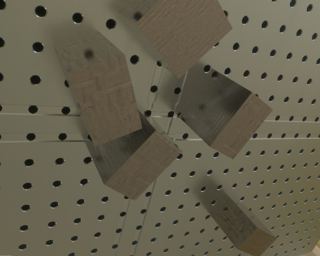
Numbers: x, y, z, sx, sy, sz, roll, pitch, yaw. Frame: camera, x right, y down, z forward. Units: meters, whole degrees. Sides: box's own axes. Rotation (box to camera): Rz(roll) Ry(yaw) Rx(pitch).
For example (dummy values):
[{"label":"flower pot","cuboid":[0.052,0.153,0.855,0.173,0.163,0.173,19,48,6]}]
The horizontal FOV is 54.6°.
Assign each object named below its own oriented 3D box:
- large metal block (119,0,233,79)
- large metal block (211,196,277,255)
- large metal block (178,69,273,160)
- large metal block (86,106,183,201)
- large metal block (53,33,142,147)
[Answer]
[{"label":"large metal block","cuboid":[0.018,-0.115,0.333,0.080,0.050,0.080,-43,129,2]},{"label":"large metal block","cuboid":[0.154,0.183,0.572,0.050,0.080,0.080,-49,129,7]},{"label":"large metal block","cuboid":[0.083,-0.019,0.408,0.050,0.080,0.080,28,103,-38]},{"label":"large metal block","cuboid":[-0.033,0.024,0.372,0.080,0.080,0.050,-47,129,4]},{"label":"large metal block","cuboid":[-0.063,-0.042,0.315,0.050,0.080,0.080,-22,127,-15]}]
